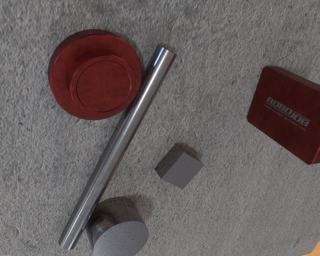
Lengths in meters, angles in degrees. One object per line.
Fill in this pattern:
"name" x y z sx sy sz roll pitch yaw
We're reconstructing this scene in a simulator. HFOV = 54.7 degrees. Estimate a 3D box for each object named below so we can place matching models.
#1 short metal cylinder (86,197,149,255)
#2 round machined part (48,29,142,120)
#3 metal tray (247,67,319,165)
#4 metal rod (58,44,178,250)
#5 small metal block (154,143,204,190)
"short metal cylinder" -0.063 0.147 0.448 0.081 0.050 0.079 -14 124 -21
"round machined part" -0.064 -0.051 0.329 0.099 0.042 0.097 -14 124 -21
"metal tray" 0.183 -0.022 0.426 0.030 0.130 0.089 -4 120 -27
"metal rod" -0.061 0.036 0.395 0.025 0.025 0.298 18 109 -35
"small metal block" 0.029 0.058 0.458 0.050 0.025 0.050 33 100 -39
